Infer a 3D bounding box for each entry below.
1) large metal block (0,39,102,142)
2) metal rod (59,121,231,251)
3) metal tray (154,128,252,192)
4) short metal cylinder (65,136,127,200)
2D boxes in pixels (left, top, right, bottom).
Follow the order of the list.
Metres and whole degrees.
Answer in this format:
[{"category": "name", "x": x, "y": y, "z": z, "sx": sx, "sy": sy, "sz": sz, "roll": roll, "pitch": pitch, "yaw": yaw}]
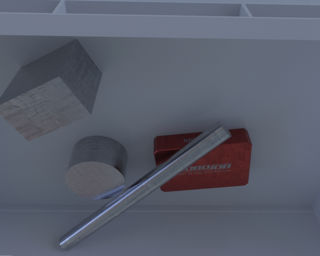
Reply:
[{"category": "large metal block", "x": -0.116, "y": -0.042, "z": 0.336, "sx": 0.080, "sy": 0.080, "sz": 0.050, "roll": -21, "pitch": 127, "yaw": 16}, {"category": "metal rod", "x": -0.032, "y": 0.088, "z": 0.427, "sx": 0.299, "sy": 0.025, "sz": 0.025, "roll": -38, "pitch": 121, "yaw": 18}, {"category": "metal tray", "x": 0.061, "y": 0.049, "z": 0.448, "sx": 0.131, "sy": 0.030, "sz": 0.089, "roll": -5, "pitch": 130, "yaw": 4}, {"category": "short metal cylinder", "x": -0.088, "y": 0.057, "z": 0.440, "sx": 0.081, "sy": 0.050, "sz": 0.079, "roll": 0, "pitch": 130, "yaw": 0}]
